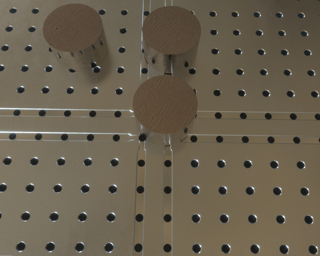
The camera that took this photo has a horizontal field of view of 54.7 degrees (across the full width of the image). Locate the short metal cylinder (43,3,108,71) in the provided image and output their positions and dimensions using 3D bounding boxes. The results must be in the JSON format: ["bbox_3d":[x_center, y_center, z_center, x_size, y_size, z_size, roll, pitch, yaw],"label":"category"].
[{"bbox_3d":[-0.119,-0.129,0.444,0.081,0.050,0.080,0,70,0],"label":"short metal cylinder"}]

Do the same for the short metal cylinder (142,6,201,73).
[{"bbox_3d":[0.016,-0.126,0.445,0.081,0.050,0.080,0,70,0],"label":"short metal cylinder"}]

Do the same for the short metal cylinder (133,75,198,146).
[{"bbox_3d":[0.006,-0.022,0.407,0.081,0.050,0.080,0,70,0],"label":"short metal cylinder"}]
